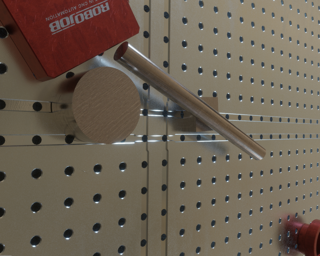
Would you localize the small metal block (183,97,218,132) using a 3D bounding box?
[{"bbox_3d":[0.061,-0.021,0.463,0.050,0.025,0.050,-4,93,-40],"label":"small metal block"}]

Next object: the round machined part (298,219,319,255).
[{"bbox_3d":[0.345,0.253,0.693,0.099,0.042,0.097,0,91,-40],"label":"round machined part"}]

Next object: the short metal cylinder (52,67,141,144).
[{"bbox_3d":[-0.068,-0.023,0.337,0.081,0.050,0.079,0,90,-40],"label":"short metal cylinder"}]

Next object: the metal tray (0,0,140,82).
[{"bbox_3d":[-0.092,-0.118,0.330,0.131,0.030,0.090,-40,115,-33],"label":"metal tray"}]

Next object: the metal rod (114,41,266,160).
[{"bbox_3d":[0.061,-0.021,0.430,0.301,0.025,0.025,31,71,-36],"label":"metal rod"}]
